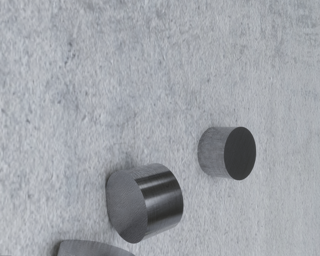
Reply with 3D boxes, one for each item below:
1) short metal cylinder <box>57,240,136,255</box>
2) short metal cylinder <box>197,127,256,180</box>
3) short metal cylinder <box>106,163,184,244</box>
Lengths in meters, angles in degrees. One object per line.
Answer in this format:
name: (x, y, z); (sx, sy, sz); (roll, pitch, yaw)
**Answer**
short metal cylinder: (-0.068, 0.151, 0.314); (0.080, 0.080, 0.050); (22, 77, -38)
short metal cylinder: (0.104, 0.038, 0.479); (0.081, 0.050, 0.079); (0, 90, -40)
short metal cylinder: (-0.019, 0.084, 0.355); (0.050, 0.080, 0.079); (-7, 95, -40)
